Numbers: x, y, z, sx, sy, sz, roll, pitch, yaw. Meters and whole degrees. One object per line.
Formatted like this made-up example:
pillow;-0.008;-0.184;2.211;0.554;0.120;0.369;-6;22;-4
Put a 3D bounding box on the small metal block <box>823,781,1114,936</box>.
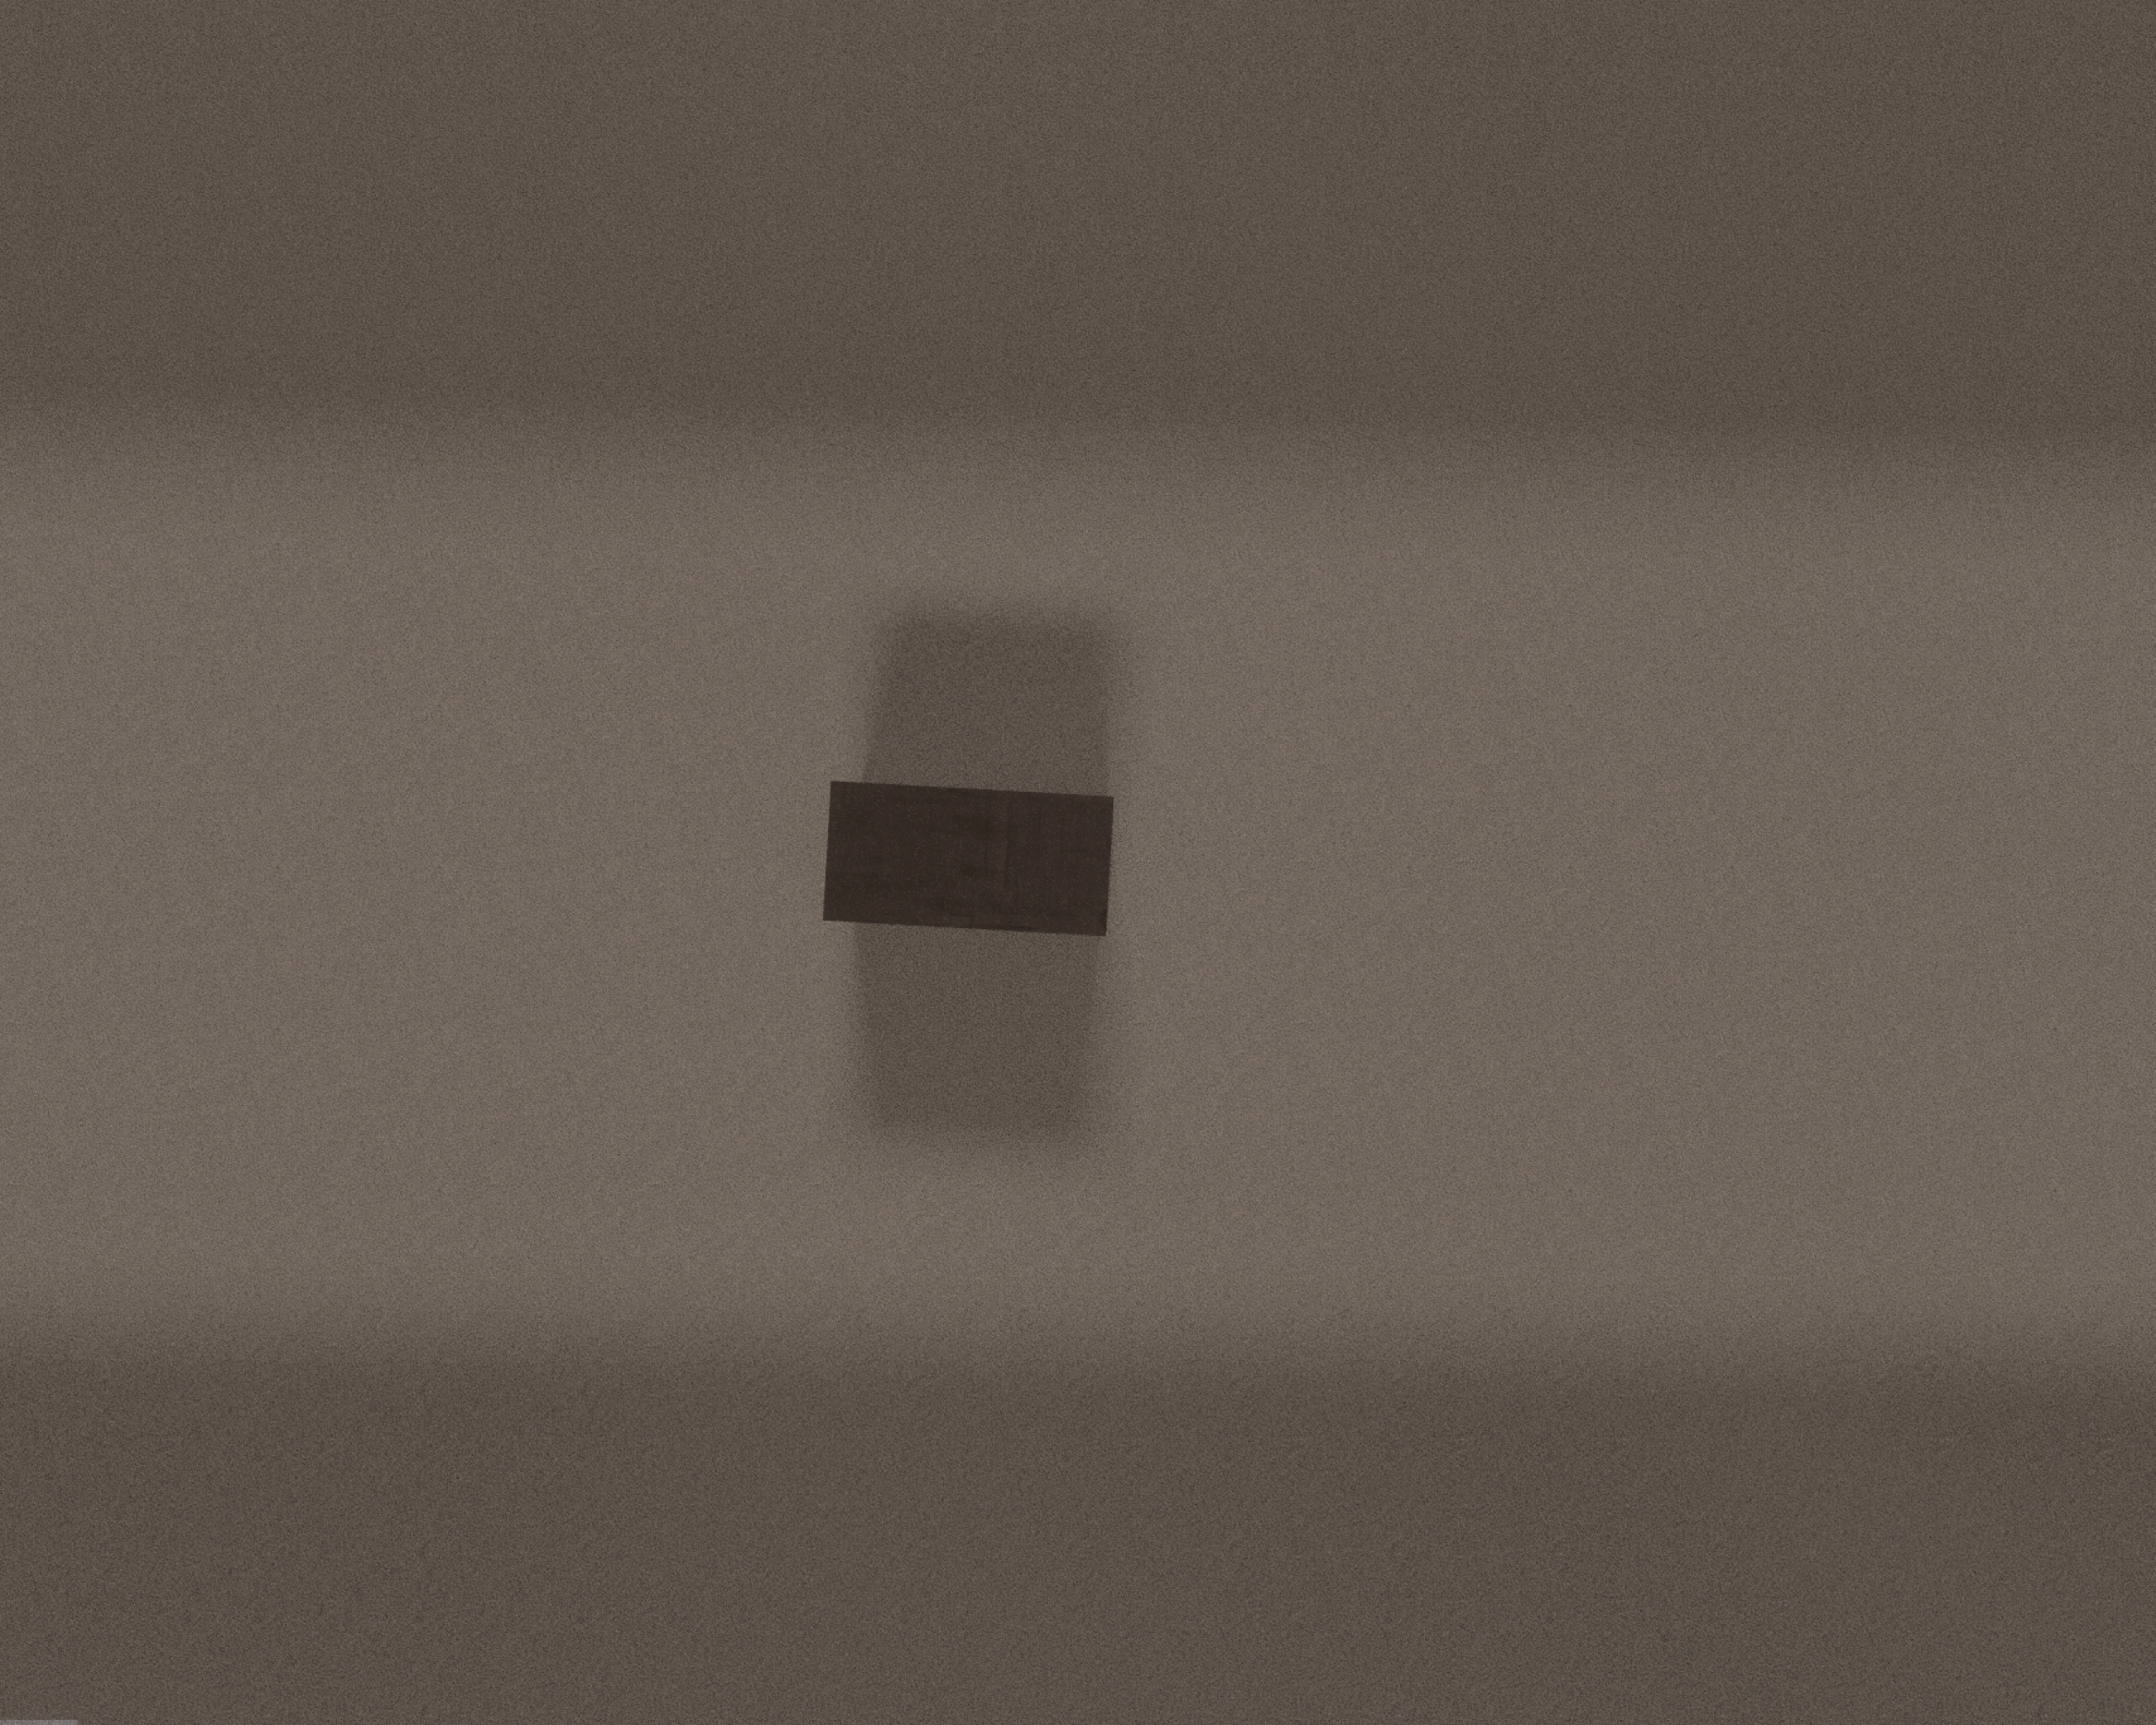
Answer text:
small metal block;-0.020;-0.001;0.395;0.050;0.050;0.025;3;90;-1
